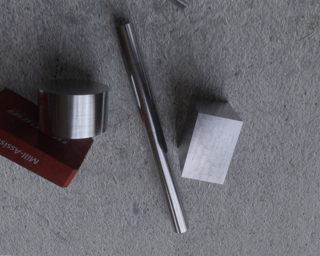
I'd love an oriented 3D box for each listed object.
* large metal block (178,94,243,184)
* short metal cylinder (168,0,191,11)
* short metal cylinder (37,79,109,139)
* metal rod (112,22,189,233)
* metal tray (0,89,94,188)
[{"bbox_3d":[0.058,0.011,0.385,0.050,0.080,0.079,11,110,-4],"label":"large metal block"},{"bbox_3d":[0.027,-0.170,0.318,0.050,0.080,0.080,35,106,-12],"label":"short metal cylinder"},{"bbox_3d":[-0.102,-0.025,0.370,0.081,0.080,0.050,4,110,-2],"label":"short metal cylinder"},{"bbox_3d":[-0.006,0.014,0.414,0.025,0.025,0.298,-14,110,5],"label":"metal rod"},{"bbox_3d":[-0.153,0.009,0.376,0.130,0.090,0.030,32,108,-11],"label":"metal tray"}]
